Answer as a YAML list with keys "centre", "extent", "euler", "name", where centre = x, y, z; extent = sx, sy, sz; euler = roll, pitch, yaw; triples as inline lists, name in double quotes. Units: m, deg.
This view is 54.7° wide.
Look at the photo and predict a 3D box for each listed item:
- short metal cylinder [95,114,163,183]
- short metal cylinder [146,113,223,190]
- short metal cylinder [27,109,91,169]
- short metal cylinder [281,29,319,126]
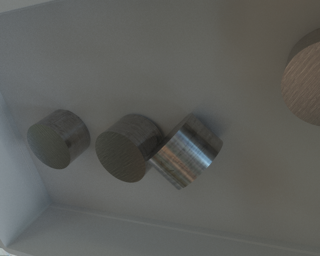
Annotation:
- centre: [-0.041, 0.028, 0.425]
  extent: [0.080, 0.050, 0.079]
  euler: [16, 126, 24]
  name: "short metal cylinder"
- centre: [0.029, 0.027, 0.374]
  extent: [0.050, 0.080, 0.080]
  euler: [43, 129, -2]
  name: "short metal cylinder"
- centre: [-0.157, 0.017, 0.484]
  extent: [0.080, 0.050, 0.079]
  euler: [13, 124, 20]
  name: "short metal cylinder"
- centre: [0.156, -0.047, 0.281]
  extent: [0.080, 0.050, 0.079]
  euler: [13, 124, 20]
  name: "short metal cylinder"
